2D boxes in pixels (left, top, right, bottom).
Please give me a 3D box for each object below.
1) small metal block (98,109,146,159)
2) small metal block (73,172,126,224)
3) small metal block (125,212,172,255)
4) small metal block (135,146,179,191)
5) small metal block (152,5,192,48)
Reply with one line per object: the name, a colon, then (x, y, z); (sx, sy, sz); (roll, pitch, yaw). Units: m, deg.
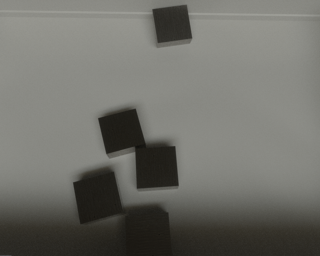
small metal block: (-0.049, 0.008, 0.406); (0.050, 0.025, 0.050); (-15, 71, -6)
small metal block: (-0.074, 0.086, 0.378); (0.050, 0.025, 0.050); (-14, 71, -5)
small metal block: (-0.013, 0.127, 0.363); (0.050, 0.025, 0.050); (-4, 70, -2)
small metal block: (-0.004, 0.052, 0.391); (0.050, 0.025, 0.050); (-4, 70, -2)
small metal block: (0.017, -0.149, 0.457); (0.050, 0.025, 0.050); (-9, 88, -3)
